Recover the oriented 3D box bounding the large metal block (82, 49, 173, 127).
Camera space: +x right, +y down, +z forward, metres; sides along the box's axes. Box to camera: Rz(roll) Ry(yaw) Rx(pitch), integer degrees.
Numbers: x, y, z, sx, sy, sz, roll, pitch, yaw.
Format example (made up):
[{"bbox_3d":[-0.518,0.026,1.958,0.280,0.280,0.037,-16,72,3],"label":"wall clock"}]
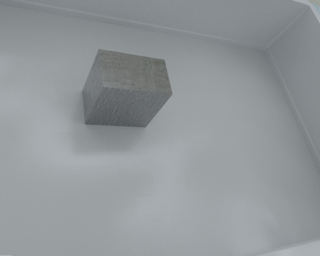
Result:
[{"bbox_3d":[-0.043,-0.043,0.373,0.081,0.080,0.050,3,61,-27],"label":"large metal block"}]
